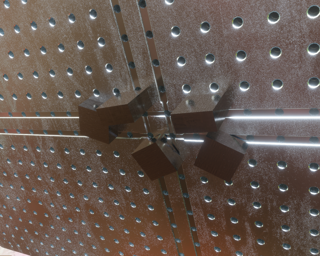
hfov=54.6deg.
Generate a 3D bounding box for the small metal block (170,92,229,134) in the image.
[{"bbox_3d":[0.047,-0.018,0.360,0.050,0.050,0.025,-4,117,30],"label":"small metal block"}]

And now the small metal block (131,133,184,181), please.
[{"bbox_3d":[-0.004,0.042,0.440,0.050,0.025,0.050,-28,103,37],"label":"small metal block"}]

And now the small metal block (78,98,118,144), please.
[{"bbox_3d":[-0.090,-0.010,0.453,0.050,0.025,0.050,18,126,18],"label":"small metal block"}]

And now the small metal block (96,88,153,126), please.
[{"bbox_3d":[-0.046,-0.027,0.403,0.050,0.050,0.025,-6,115,31],"label":"small metal block"}]

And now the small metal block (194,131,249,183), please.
[{"bbox_3d":[0.077,0.034,0.392,0.050,0.025,0.050,26,128,12],"label":"small metal block"}]
